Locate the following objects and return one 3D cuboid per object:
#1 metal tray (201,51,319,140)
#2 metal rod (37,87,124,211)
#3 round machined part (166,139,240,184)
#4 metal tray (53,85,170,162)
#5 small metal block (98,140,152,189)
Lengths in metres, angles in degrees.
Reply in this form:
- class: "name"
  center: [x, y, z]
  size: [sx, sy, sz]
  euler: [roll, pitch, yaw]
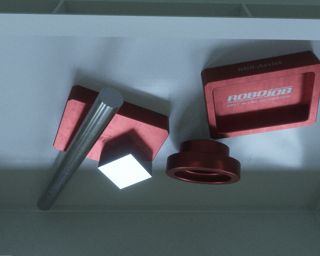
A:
- class: "metal tray"
  center: [0.121, -0.036, 0.376]
  size: [0.131, 0.030, 0.090]
  euler: [-9, 130, 7]
- class: "metal rod"
  center: [-0.119, 0.048, 0.409]
  size: [0.025, 0.025, 0.298]
  euler: [23, 138, -19]
- class: "round machined part"
  center: [0.059, 0.046, 0.420]
  size: [0.099, 0.042, 0.098]
  euler: [6, 160, 2]
- class: "metal tray"
  center: [-0.064, 0.006, 0.410]
  size: [0.131, 0.030, 0.089]
  euler: [18, 128, -16]
- class: "small metal block"
  center: [-0.045, 0.050, 0.411]
  size: [0.050, 0.025, 0.050]
  euler: [-24, 127, 19]
